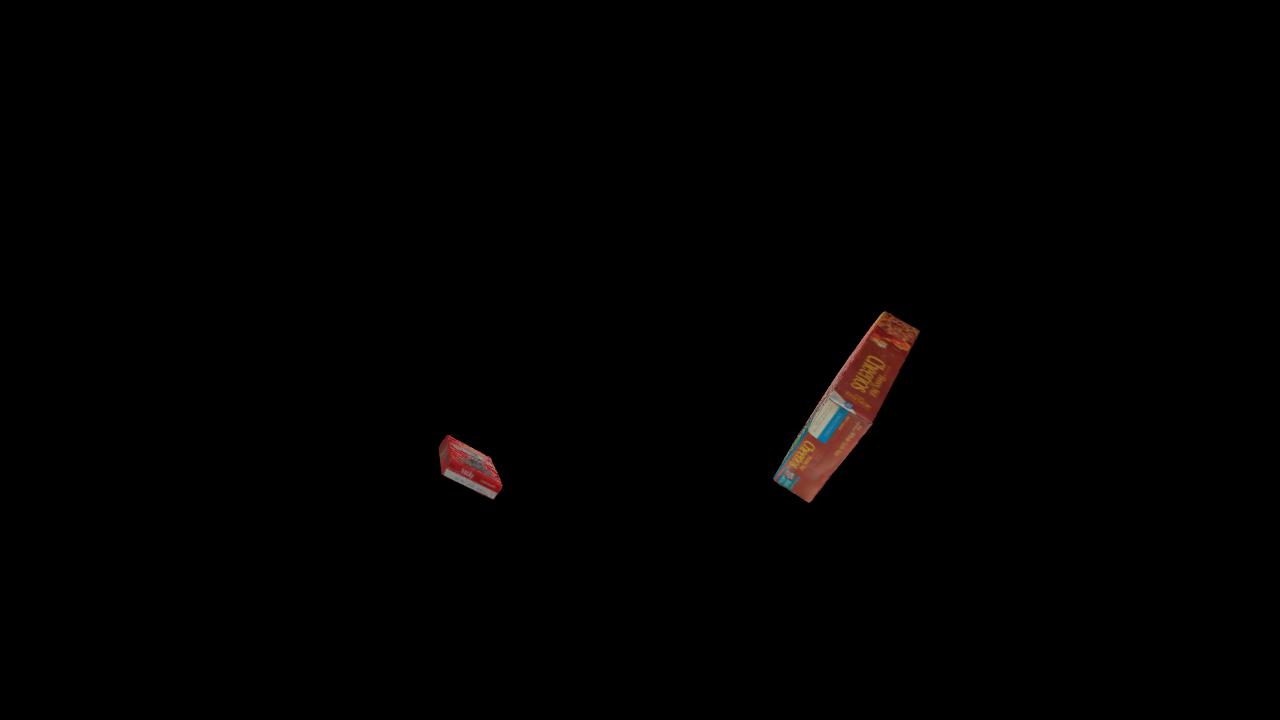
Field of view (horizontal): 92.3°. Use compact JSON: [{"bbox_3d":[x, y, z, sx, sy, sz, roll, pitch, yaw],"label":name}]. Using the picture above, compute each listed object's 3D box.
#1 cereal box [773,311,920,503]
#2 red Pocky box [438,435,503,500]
[{"bbox_3d":[0.345,0.071,1.020,0.081,0.203,0.306,34,44,16],"label":"cereal box"},{"bbox_3d":[-0.253,0.155,0.907,0.083,0.028,0.155,32,-5,-20],"label":"red Pocky box"}]
